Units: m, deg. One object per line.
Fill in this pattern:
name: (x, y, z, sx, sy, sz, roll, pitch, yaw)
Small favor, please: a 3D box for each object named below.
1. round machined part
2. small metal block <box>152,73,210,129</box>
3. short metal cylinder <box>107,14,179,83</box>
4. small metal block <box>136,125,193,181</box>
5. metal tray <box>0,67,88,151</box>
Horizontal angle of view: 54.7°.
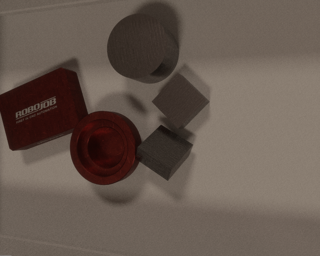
round machined part: (-0.070, 0.026, 0.425, 0.098, 0.042, 0.097, 0, 90, 19)
small metal block: (0.027, -0.034, 0.400, 0.050, 0.025, 0.050, 47, 104, 13)
short metal cylinder: (-0.021, -0.101, 0.404, 0.080, 0.050, 0.079, 0, 90, 19)
small metal block: (0.006, 0.030, 0.392, 0.050, 0.050, 0.025, 32, 140, 16)
metal tray: (-0.178, -0.026, 0.469, 0.130, 0.030, 0.090, -19, 84, 18)
